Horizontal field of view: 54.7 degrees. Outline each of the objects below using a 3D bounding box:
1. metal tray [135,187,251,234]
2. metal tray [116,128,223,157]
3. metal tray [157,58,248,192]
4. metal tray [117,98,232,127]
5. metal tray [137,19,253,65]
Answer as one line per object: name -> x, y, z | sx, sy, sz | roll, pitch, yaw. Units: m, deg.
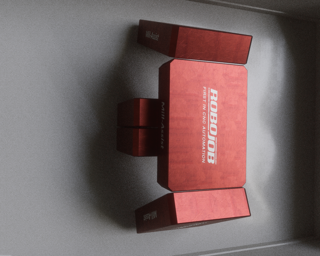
metal tray -> 0.031, 0.099, 0.363 | 0.091, 0.129, 0.030 | 1, 68, -21
metal tray -> 0.020, 0.015, 0.382 | 0.131, 0.090, 0.030 | 1, 90, -20
metal tray -> 0.045, -0.002, 0.327 | 0.091, 0.030, 0.129 | 1, 90, -21
metal tray -> 0.021, -0.016, 0.382 | 0.131, 0.090, 0.030 | 1, 90, -20
metal tray -> 0.033, -0.104, 0.364 | 0.091, 0.130, 0.030 | 1, 110, -20
